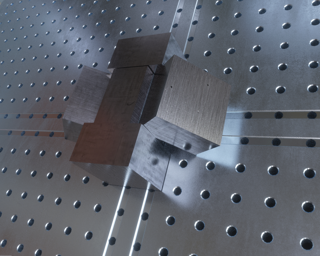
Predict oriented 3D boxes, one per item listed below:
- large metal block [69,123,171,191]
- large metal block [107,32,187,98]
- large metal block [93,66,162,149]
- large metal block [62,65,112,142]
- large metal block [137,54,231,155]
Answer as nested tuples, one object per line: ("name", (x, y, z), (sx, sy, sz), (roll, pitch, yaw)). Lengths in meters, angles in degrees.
("large metal block", (-0.045, 0.035, 0.372), (0.080, 0.080, 0.050), (1, 63, 28))
("large metal block", (-0.010, -0.079, 0.424), (0.080, 0.080, 0.050), (1, 63, 28))
("large metal block", (-0.030, -0.021, 0.399), (0.050, 0.080, 0.080), (1, 62, 28))
("large metal block", (-0.094, -0.025, 0.428), (0.050, 0.080, 0.080), (18, 66, -7))
("large metal block", (0.030, -0.024, 0.360), (0.050, 0.080, 0.080), (-32, 38, 58))
